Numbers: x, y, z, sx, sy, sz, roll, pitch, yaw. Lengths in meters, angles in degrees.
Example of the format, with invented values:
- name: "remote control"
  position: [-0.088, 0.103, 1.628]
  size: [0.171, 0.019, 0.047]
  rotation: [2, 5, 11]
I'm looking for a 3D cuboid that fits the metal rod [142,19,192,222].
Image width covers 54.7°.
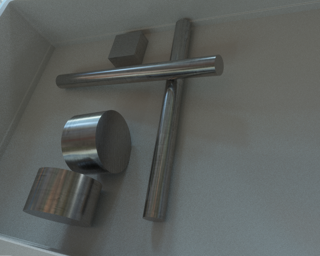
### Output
- name: "metal rod"
  position: [0.015, -0.029, 0.414]
  size: [0.025, 0.025, 0.299]
  rotation: [-5, 59, 25]

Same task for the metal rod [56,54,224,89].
- name: "metal rod"
  position: [-0.051, -0.078, 0.456]
  size: [0.300, 0.025, 0.025]
  rotation: [2, 62, 36]

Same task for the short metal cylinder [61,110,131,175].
- name: "short metal cylinder"
  position: [-0.079, 0.019, 0.398]
  size: [0.050, 0.080, 0.080]
  rotation: [-7, 59, 24]

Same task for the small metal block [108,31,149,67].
- name: "small metal block"
  position: [-0.052, -0.129, 0.511]
  size: [0.050, 0.025, 0.050]
  rotation: [-1, 61, 27]

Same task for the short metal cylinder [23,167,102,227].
- name: "short metal cylinder"
  position: [-0.116, 0.086, 0.377]
  size: [0.080, 0.080, 0.050]
  rotation: [-2, 61, 27]
